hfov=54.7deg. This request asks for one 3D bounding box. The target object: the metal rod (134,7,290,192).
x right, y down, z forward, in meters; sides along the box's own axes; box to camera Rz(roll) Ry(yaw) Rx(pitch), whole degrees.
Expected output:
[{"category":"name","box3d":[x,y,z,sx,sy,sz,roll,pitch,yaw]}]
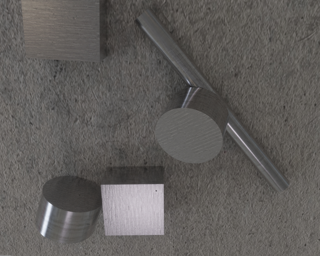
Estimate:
[{"category":"metal rod","box3d":[0.076,-0.025,0.401,0.025,0.025,0.300,-39,106,13]}]

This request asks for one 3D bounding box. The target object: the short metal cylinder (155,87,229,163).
[{"category":"short metal cylinder","box3d":[0.041,-0.003,0.381,0.080,0.050,0.079,10,127,14]}]

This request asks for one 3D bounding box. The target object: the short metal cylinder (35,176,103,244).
[{"category":"short metal cylinder","box3d":[-0.121,0.108,0.419,0.080,0.080,0.050,17,109,-6]}]

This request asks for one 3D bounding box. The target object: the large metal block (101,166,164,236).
[{"category":"large metal block","box3d":[-0.035,0.101,0.433,0.081,0.050,0.079,-1,110,0]}]

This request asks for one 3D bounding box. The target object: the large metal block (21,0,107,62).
[{"category":"large metal block","box3d":[-0.104,-0.121,0.351,0.081,0.050,0.079,3,110,-2]}]
